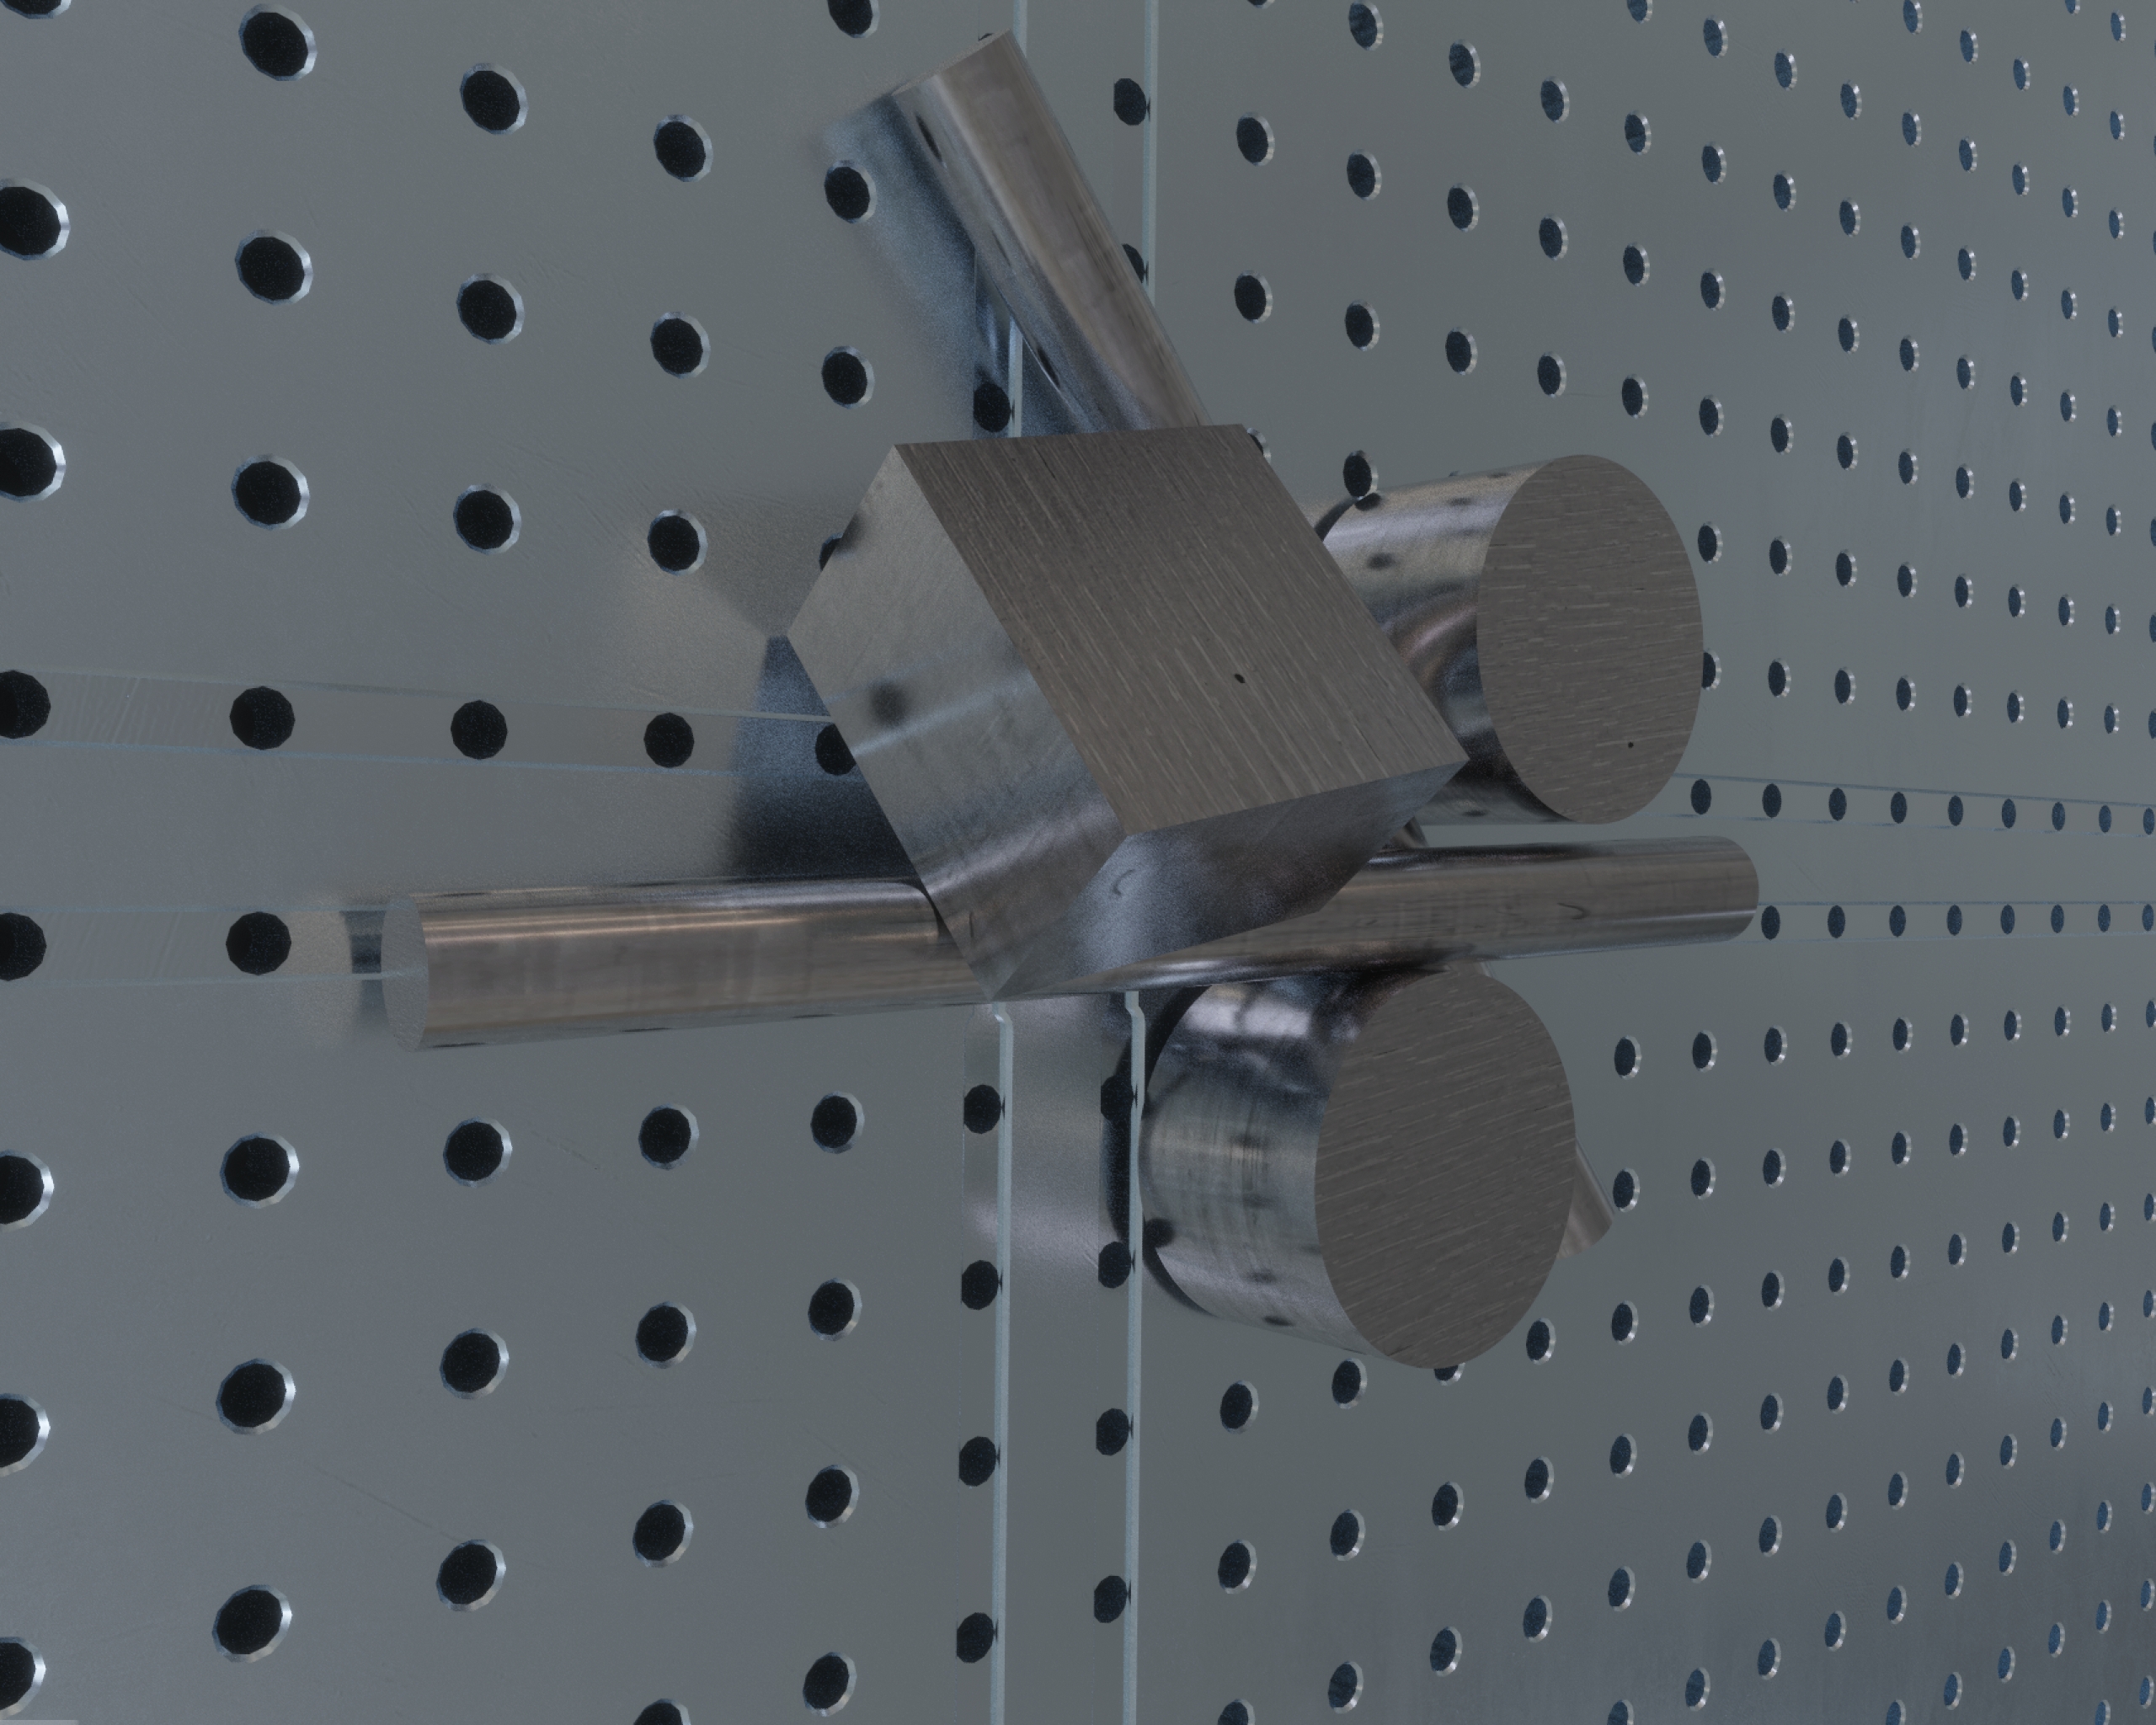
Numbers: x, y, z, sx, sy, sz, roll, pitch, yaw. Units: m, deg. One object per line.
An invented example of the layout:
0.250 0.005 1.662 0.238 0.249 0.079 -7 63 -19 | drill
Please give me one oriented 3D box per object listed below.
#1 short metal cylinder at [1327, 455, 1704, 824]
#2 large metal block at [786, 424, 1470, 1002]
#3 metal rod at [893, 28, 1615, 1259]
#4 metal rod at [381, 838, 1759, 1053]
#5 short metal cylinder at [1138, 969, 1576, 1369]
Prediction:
0.096 -0.048 0.469 0.081 0.050 0.079 0 90 -40 | short metal cylinder
0.008 -0.030 0.372 0.081 0.050 0.080 -13 64 -39 | large metal block
0.047 -0.030 0.445 0.025 0.025 0.299 -46 118 -30 | metal rod
0.023 0.011 0.402 0.303 0.025 0.025 -2 92 -34 | metal rod
0.059 0.061 0.438 0.081 0.050 0.079 0 90 -40 | short metal cylinder
